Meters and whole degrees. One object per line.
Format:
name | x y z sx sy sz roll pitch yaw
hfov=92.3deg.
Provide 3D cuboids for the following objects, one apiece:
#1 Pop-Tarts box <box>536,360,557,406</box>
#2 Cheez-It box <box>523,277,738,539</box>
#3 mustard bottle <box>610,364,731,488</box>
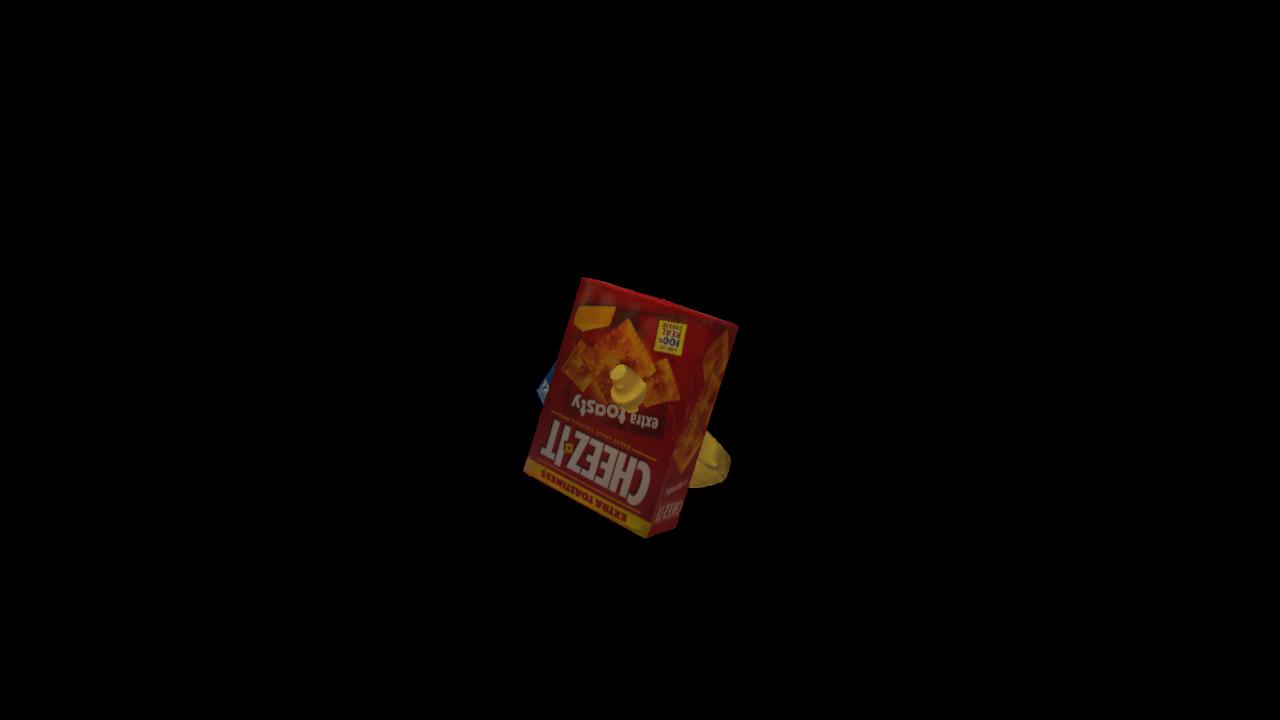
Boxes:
Pop-Tarts box | -0.038 0.059 0.766 0.083 0.167 0.141 -6 -35 -43
Cheez-It box | -0.014 0.043 0.633 0.166 0.223 0.071 21 8 31
mustard bottle | 0.021 0.066 0.637 0.092 0.054 0.184 4 -36 38
